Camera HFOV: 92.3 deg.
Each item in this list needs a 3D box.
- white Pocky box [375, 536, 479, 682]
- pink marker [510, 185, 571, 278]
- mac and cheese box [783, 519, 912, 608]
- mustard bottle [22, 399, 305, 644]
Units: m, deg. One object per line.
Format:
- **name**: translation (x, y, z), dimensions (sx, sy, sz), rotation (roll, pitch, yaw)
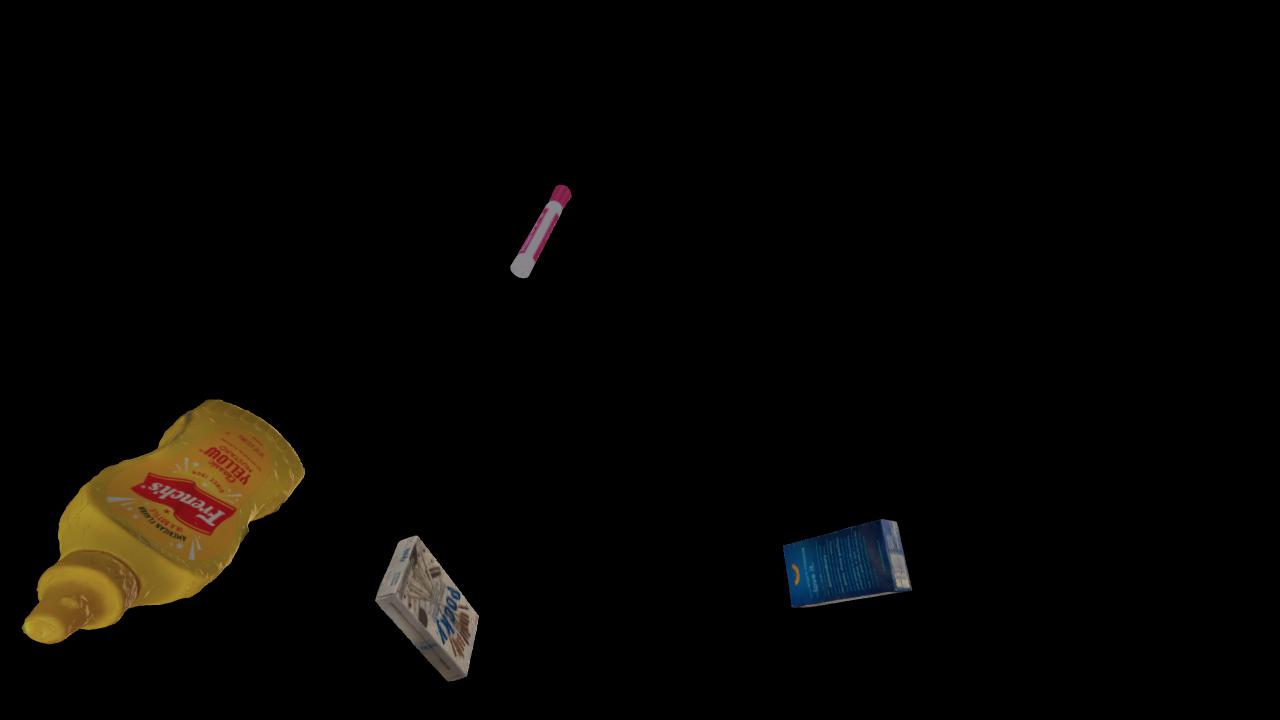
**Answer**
- **white Pocky box**: translation (-0.235, 0.282, 0.695), dimensions (0.028, 0.154, 0.084), rotation (-19, 29, 8)
- **pink marker**: translation (-0.094, -0.129, 0.599), dimensions (0.020, 0.121, 0.020), rotation (14, -34, 9)
- **mac and cheese box**: translation (0.287, 0.292, 0.872), dimensions (0.041, 0.093, 0.184), rotation (13, -31, -31)
- **mustard bottle**: translation (-0.290, 0.098, 0.379), dimensions (0.054, 0.092, 0.184), rotation (-33, 19, 11)
